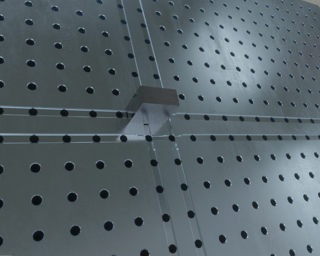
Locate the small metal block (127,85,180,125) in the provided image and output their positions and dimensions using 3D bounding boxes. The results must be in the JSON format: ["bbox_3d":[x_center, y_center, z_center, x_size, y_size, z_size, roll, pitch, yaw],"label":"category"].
[{"bbox_3d":[-0.010,-0.028,0.403,0.050,0.050,0.025,3,61,-27],"label":"small metal block"}]
